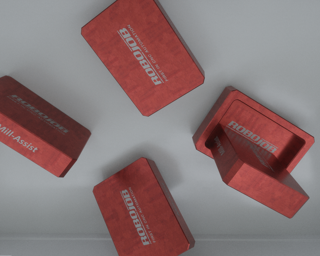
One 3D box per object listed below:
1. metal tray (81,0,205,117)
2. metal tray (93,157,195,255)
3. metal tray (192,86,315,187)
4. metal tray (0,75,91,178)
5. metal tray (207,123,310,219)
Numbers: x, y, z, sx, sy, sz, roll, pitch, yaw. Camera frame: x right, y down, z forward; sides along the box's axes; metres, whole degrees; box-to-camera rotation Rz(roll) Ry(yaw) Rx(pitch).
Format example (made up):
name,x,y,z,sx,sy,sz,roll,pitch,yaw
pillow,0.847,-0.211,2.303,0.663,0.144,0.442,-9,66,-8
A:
name,x,y,z,sx,sy,sz,roll,pitch,yaw
metal tray,-0.017,-0.089,0.369,0.090,0.030,0.130,-31,108,19
metal tray,-0.024,0.116,0.410,0.090,0.030,0.130,-32,68,9
metal tray,0.120,0.015,0.406,0.131,0.030,0.090,29,104,-10
metal tray,-0.153,-0.005,0.372,0.130,0.090,0.030,36,106,-13
metal tray,0.108,0.042,0.372,0.090,0.130,0.030,29,107,-11
